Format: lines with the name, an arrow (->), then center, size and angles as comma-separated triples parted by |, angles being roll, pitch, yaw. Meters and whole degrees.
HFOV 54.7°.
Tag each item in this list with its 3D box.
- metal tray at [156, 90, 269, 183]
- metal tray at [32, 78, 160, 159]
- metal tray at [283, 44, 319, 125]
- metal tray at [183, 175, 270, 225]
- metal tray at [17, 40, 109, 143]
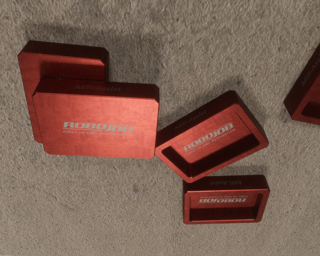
metal tray -> 0.066, 0.017, 0.419 | 0.130, 0.030, 0.090 | -31, 124, 23
metal tray -> -0.069, -0.008, 0.356 | 0.131, 0.030, 0.089 | 3, 130, -4
metal tray -> 0.216, -0.060, 0.356 | 0.091, 0.030, 0.129 | 10, 129, -9
metal tray -> 0.103, 0.119, 0.506 | 0.131, 0.030, 0.089 | -2, 130, 1
metal tray -> -0.109, -0.035, 0.372 | 0.091, 0.030, 0.129 | 4, 130, -5
